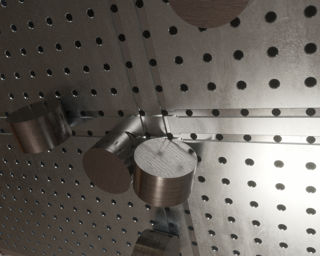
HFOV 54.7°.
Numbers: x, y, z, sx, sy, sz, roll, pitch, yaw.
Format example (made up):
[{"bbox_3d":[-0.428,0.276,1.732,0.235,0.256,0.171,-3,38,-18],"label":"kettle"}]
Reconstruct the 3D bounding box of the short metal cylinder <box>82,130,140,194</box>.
[{"bbox_3d":[-0.066,0.051,0.459,0.080,0.050,0.079,13,124,20],"label":"short metal cylinder"}]

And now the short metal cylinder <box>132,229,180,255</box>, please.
[{"bbox_3d":[-0.006,0.212,0.508,0.050,0.080,0.079,6,121,25],"label":"short metal cylinder"}]

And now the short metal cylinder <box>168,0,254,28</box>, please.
[{"bbox_3d":[0.050,-0.138,0.283,0.080,0.050,0.079,13,124,20],"label":"short metal cylinder"}]

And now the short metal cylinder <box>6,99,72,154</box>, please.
[{"bbox_3d":[-0.180,-0.004,0.466,0.080,0.080,0.050,1,119,27],"label":"short metal cylinder"}]

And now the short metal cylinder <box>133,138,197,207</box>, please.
[{"bbox_3d":[0.005,0.056,0.406,0.080,0.080,0.050,18,125,17],"label":"short metal cylinder"}]
